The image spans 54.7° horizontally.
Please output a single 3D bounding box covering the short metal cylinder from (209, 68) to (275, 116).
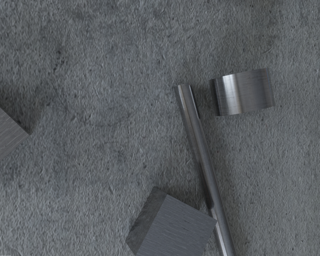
[{"bbox_3d":[0.111,-0.049,0.422,0.081,0.080,0.050,-13,95,-20],"label":"short metal cylinder"}]

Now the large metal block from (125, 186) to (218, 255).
[{"bbox_3d":[0.014,0.134,0.402,0.080,0.050,0.080,31,80,-18],"label":"large metal block"}]

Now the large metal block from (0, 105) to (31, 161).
[{"bbox_3d":[-0.197,0.006,0.323,0.080,0.050,0.080,-45,105,-15],"label":"large metal block"}]

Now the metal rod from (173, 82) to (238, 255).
[{"bbox_3d":[0.071,0.083,0.436,0.025,0.025,0.298,-18,96,-19],"label":"metal rod"}]
